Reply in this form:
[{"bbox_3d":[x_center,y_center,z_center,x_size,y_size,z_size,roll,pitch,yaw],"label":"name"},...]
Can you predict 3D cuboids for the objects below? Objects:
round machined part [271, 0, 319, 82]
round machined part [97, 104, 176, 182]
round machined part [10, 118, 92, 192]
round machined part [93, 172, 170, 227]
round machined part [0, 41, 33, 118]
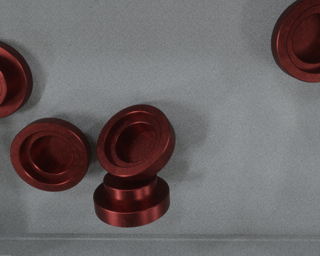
[{"bbox_3d":[0.180,-0.106,0.366,0.099,0.042,0.097,0,110,-1],"label":"round machined part"},{"bbox_3d":[-0.026,0.022,0.391,0.098,0.098,0.042,-26,144,8],"label":"round machined part"},{"bbox_3d":[-0.140,0.032,0.412,0.099,0.042,0.097,0,110,-1],"label":"round machined part"},{"bbox_3d":[-0.037,0.081,0.402,0.099,0.098,0.042,-3,110,0],"label":"round machined part"},{"bbox_3d":[-0.213,-0.057,0.378,0.099,0.042,0.097,0,110,-1],"label":"round machined part"}]
